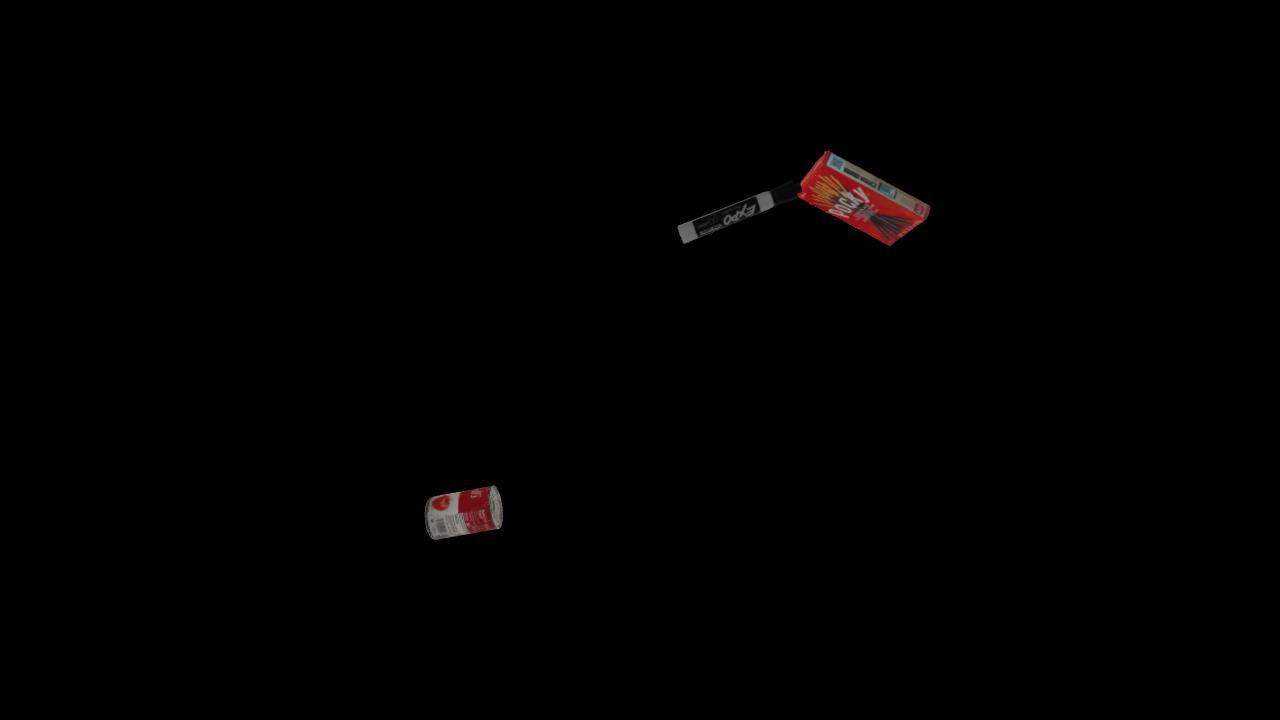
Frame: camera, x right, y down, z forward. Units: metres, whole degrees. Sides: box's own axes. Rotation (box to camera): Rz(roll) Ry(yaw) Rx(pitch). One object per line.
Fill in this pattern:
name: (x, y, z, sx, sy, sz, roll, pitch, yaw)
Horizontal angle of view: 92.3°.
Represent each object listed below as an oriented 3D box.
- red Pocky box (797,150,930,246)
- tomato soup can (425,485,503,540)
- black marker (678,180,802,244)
red Pocky box: (0.293, -0.212, 0.818, 0.155, 0.028, 0.083, 27, -17, -3)
tomato soup can: (-0.270, 0.235, 0.947, 0.101, 0.068, 0.068, -11, 0, 1)
black marker: (0.095, -0.142, 0.589, 0.121, 0.020, 0.020, -20, -4, 12)
